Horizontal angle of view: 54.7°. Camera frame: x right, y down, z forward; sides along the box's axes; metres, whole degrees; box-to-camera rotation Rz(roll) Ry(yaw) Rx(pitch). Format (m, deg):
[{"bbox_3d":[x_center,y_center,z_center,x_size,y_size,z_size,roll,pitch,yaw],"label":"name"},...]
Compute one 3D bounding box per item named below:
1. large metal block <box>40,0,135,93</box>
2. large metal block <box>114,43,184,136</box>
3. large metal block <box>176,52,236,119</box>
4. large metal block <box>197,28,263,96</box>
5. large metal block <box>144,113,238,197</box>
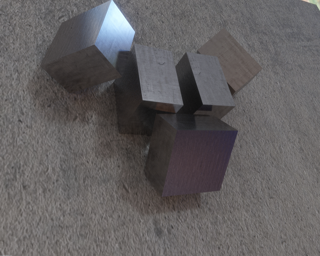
[{"bbox_3d":[-0.084,-0.096,0.373,0.050,0.080,0.080,49,39,-43],"label":"large metal block"},{"bbox_3d":[-0.019,-0.044,0.388,0.050,0.080,0.080,5,60,-26],"label":"large metal block"},{"bbox_3d":[0.048,-0.044,0.425,0.050,0.080,0.080,1,62,-28],"label":"large metal block"},{"bbox_3d":[0.101,-0.093,0.475,0.050,0.080,0.080,-41,84,-1],"label":"large metal block"},{"bbox_3d":[0.034,0.029,0.364,0.081,0.079,0.050,1,22,-28],"label":"large metal block"}]
